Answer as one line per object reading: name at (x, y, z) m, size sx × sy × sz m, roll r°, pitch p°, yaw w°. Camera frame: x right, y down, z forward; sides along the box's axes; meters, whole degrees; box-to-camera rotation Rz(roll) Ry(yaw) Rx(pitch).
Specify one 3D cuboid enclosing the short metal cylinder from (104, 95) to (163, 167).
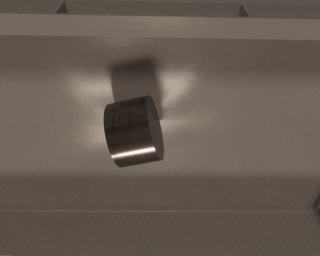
short metal cylinder at (-0.029, 0.004, 0.376) m, size 0.050 × 0.080 × 0.080 m, roll -11°, pitch 129°, yaw 9°
